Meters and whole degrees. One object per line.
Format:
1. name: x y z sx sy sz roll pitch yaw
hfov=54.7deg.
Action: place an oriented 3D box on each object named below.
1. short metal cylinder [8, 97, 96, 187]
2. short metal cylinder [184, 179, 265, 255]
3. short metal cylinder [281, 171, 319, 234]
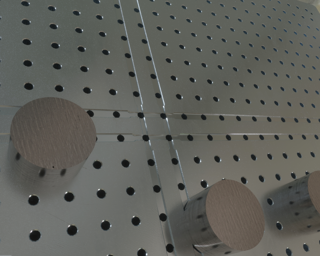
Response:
1. short metal cylinder: -0.113 0.015 0.323 0.081 0.050 0.080 14 56 -21
2. short metal cylinder: 0.076 0.108 0.369 0.081 0.050 0.080 14 56 -21
3. short metal cylinder: 0.227 0.108 0.451 0.081 0.050 0.080 14 56 -21
